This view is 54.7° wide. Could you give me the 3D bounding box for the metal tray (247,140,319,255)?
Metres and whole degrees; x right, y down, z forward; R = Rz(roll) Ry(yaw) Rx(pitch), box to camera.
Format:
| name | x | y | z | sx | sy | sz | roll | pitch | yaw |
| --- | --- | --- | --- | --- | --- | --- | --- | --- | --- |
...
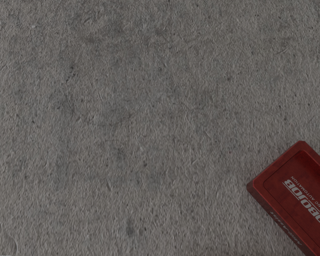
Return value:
| name | x | y | z | sx | sy | sz | roll | pitch | yaw |
| --- | --- | --- | --- | --- | --- | --- | --- | --- | --- |
| metal tray | 0.183 | 0.091 | 0.373 | 0.090 | 0.030 | 0.130 | -37 | 74 | -13 |
